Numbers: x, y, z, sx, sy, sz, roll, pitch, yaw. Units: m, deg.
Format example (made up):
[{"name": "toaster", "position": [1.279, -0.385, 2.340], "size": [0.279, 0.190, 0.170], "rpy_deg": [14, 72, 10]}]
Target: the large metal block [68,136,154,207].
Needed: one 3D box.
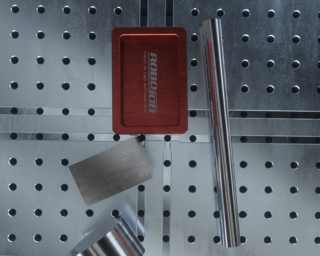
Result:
[{"name": "large metal block", "position": [-0.055, 0.049, 0.385], "size": [0.080, 0.080, 0.050], "rpy_deg": [-24, 90, 0]}]

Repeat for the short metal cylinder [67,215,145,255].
[{"name": "short metal cylinder", "position": [-0.066, 0.154, 0.385], "size": [0.080, 0.080, 0.050], "rpy_deg": [-34, 90, 0]}]

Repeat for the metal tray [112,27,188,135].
[{"name": "metal tray", "position": [-0.012, -0.057, 0.385], "size": [0.091, 0.030, 0.129], "rpy_deg": [-1, 90, -1]}]

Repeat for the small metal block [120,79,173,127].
[{"name": "small metal block", "position": [-0.017, -0.032, 0.413], "size": [0.050, 0.025, 0.050], "rpy_deg": [41, 90, -1]}]

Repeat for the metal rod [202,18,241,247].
[{"name": "metal rod", "position": [0.082, 0.006, 0.414], "size": [0.025, 0.025, 0.298], "rpy_deg": [-5, 90, -1]}]
